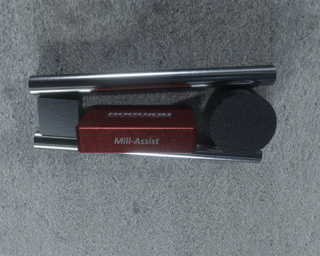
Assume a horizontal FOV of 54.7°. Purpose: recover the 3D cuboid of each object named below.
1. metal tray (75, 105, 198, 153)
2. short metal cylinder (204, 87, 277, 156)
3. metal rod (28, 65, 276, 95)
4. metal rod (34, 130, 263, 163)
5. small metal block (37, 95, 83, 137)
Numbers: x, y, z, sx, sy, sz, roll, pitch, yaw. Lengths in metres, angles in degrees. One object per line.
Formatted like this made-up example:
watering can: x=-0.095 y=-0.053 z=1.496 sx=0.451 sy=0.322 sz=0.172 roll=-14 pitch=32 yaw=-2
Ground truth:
metal tray: x=-0.025 y=-0.002 z=0.374 sx=0.131 sy=0.090 sz=0.030 roll=0 pitch=110 yaw=0
short metal cylinder: x=0.099 y=-0.011 z=0.394 sx=0.081 sy=0.050 sz=0.079 roll=0 pitch=110 yaw=0
metal rod: x=-0.009 y=-0.060 z=0.389 sx=0.302 sy=0.025 sz=0.025 roll=-2 pitch=110 yaw=0
metal rod: x=-0.014 y=0.026 z=0.420 sx=0.302 sy=0.025 sz=0.025 roll=4 pitch=110 yaw=-2
small metal block: x=-0.129 y=-0.017 z=0.404 sx=0.050 sy=0.025 sz=0.050 roll=4 pitch=110 yaw=-2
